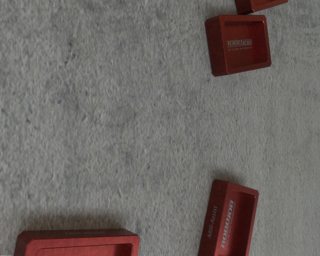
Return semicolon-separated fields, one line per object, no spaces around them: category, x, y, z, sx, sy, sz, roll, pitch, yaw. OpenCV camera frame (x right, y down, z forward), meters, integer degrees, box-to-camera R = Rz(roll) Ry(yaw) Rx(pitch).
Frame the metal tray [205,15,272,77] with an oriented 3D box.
metal tray;0.134;-0.139;0.516;0.131;0.030;0.089;-17;101;-39

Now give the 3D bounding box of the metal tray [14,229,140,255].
metal tray;-0.087;0.157;0.329;0.131;0.030;0.090;14;81;-39

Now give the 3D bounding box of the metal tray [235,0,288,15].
metal tray;0.178;-0.258;0.553;0.131;0.030;0.089;-28;108;-37

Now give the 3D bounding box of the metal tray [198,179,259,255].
metal tray;0.113;0.156;0.499;0.090;0.030;0.129;22;76;-38
